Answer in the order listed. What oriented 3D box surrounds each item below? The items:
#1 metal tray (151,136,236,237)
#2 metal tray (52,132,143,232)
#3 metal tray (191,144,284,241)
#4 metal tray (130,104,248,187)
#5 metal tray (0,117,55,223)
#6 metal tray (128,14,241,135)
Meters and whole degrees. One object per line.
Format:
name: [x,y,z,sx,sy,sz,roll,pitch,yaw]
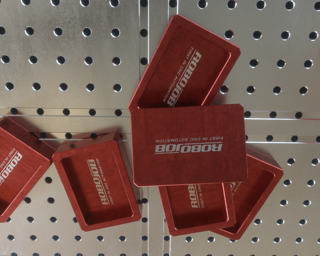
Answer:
metal tray: [0.044,0.074,0.405,0.090,0.030,0.129,-11,110,4]
metal tray: [-0.085,0.078,0.438,0.090,0.030,0.129,-13,110,4]
metal tray: [0.102,0.091,0.444,0.090,0.030,0.129,23,108,-9]
metal tray: [0.033,0.020,0.368,0.131,0.030,0.090,-3,88,1]
metal tray: [-0.218,0.061,0.431,0.090,0.030,0.130,38,106,-13]
metal tray: [0.028,-0.062,0.387,0.090,0.030,0.129,26,108,-9]
